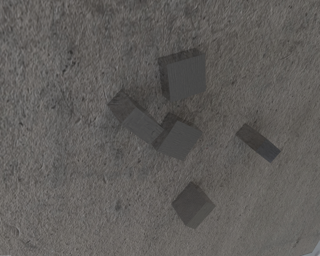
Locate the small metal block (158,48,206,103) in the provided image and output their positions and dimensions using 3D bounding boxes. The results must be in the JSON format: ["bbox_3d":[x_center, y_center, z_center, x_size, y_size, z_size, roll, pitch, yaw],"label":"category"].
[{"bbox_3d":[0.028,-0.065,0.382,0.050,0.025,0.050,-20,126,-17],"label":"small metal block"}]

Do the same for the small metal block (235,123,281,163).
[{"bbox_3d":[0.155,0.024,0.490,0.050,0.050,0.025,32,100,-38],"label":"small metal block"}]

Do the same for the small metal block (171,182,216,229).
[{"bbox_3d":[0.053,0.124,0.496,0.025,0.050,0.050,33,100,-39],"label":"small metal block"}]

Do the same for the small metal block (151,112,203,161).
[{"bbox_3d":[0.022,0.012,0.427,0.050,0.025,0.050,23,106,-37],"label":"small metal block"}]

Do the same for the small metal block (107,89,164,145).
[{"bbox_3d":[-0.029,-0.013,0.366,0.025,0.050,0.050,-47,129,5],"label":"small metal block"}]
